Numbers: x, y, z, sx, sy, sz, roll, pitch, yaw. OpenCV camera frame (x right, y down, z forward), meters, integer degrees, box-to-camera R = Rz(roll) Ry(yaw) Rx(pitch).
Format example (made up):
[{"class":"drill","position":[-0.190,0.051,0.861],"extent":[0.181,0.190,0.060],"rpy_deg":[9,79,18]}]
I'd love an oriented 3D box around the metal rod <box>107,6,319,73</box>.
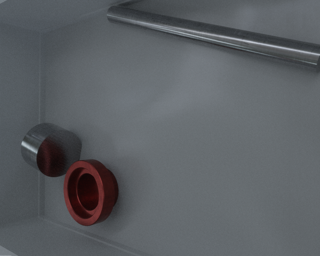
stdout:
[{"class":"metal rod","position":[0.040,-0.116,0.372],"extent":[0.300,0.025,0.025],"rpy_deg":[26,106,36]}]

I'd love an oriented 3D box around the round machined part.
[{"class":"round machined part","position":[-0.102,0.097,0.477],"extent":[0.098,0.042,0.097],"rpy_deg":[0,90,39]}]

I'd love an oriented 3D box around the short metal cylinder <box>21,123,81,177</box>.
[{"class":"short metal cylinder","position":[-0.180,0.036,0.517],"extent":[0.050,0.081,0.079],"rpy_deg":[19,102,38]}]
